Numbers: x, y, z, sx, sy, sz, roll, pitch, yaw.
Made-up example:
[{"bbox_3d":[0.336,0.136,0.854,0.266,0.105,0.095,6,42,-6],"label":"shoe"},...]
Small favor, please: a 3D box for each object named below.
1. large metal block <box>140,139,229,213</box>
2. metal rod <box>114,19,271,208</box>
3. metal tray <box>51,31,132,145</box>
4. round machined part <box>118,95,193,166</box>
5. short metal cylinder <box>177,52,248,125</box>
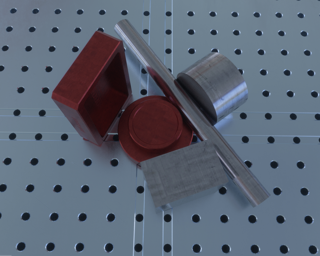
[{"bbox_3d":[0.025,0.059,0.361,0.081,0.080,0.050,-18,71,-7],"label":"large metal block"},{"bbox_3d":[0.032,-0.030,0.401,0.025,0.025,0.299,-34,74,-12],"label":"metal rod"},{"bbox_3d":[-0.073,-0.040,0.370,0.030,0.130,0.090,26,72,9],"label":"metal tray"},{"bbox_3d":[-0.006,0.001,0.402,0.099,0.042,0.098,0,70,-1],"label":"round machined part"},{"bbox_3d":[0.066,-0.050,0.400,0.050,0.080,0.080,-35,74,-12],"label":"short metal cylinder"}]
